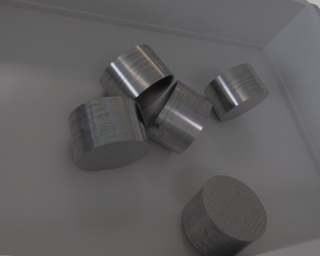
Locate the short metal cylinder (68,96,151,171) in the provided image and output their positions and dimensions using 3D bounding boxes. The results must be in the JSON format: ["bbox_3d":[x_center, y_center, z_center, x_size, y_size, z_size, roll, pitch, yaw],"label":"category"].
[{"bbox_3d":[-0.055,0.008,0.336,0.081,0.080,0.050,-3,64,-30],"label":"short metal cylinder"}]

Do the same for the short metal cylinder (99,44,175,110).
[{"bbox_3d":[-0.028,-0.059,0.391,0.081,0.080,0.050,-32,80,-38],"label":"short metal cylinder"}]

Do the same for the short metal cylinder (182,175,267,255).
[{"bbox_3d":[0.073,0.102,0.355,0.081,0.050,0.080,17,41,-15],"label":"short metal cylinder"}]

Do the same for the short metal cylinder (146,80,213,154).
[{"bbox_3d":[0.022,-0.014,0.390,0.050,0.080,0.080,32,52,-8],"label":"short metal cylinder"}]

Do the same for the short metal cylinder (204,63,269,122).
[{"bbox_3d":[0.113,-0.051,0.463,0.081,0.080,0.050,-17,71,-35],"label":"short metal cylinder"}]
